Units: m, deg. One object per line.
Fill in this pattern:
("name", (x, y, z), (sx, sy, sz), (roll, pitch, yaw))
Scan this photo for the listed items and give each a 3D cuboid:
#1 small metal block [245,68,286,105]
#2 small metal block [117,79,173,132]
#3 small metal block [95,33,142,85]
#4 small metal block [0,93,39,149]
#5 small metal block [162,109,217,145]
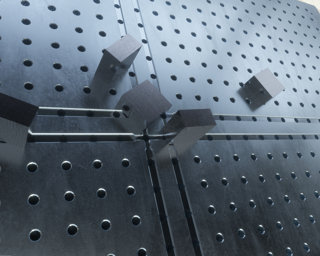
("small metal block", (0.191, -0.076, 0.560), (0.050, 0.025, 0.050), (-29, 78, -38))
("small metal block", (-0.020, -0.031, 0.418), (0.050, 0.025, 0.050), (47, 51, 4))
("small metal block", (-0.056, -0.093, 0.420), (0.025, 0.050, 0.050), (41, 51, -1))
("small metal block", (-0.155, -0.008, 0.314), (0.050, 0.050, 0.025), (22, 54, -16))
("small metal block", (0.038, -0.002, 0.416), (0.050, 0.050, 0.025), (-4, 64, -31))
